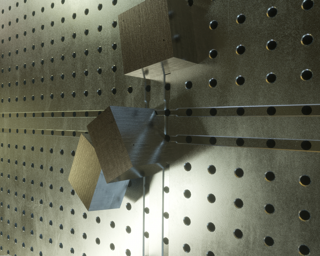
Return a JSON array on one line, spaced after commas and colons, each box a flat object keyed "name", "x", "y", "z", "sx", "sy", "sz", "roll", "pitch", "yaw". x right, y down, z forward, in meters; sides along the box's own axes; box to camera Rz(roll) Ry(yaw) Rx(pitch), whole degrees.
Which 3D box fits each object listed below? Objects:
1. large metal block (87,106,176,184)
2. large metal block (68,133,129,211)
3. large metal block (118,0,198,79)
[{"name": "large metal block", "x": -0.036, "y": 0.020, "z": 0.402, "sx": 0.050, "sy": 0.081, "sz": 0.080, "roll": -36, "pitch": 68, "yaw": 34}, {"name": "large metal block", "x": -0.087, "y": 0.062, "z": 0.452, "sx": 0.080, "sy": 0.050, "sz": 0.079, "roll": 37, "pitch": 113, "yaw": 46}, {"name": "large metal block", "x": -0.004, "y": -0.113, "z": 0.394, "sx": 0.080, "sy": 0.050, "sz": 0.080, "roll": -10, "pitch": 83, "yaw": 39}]
